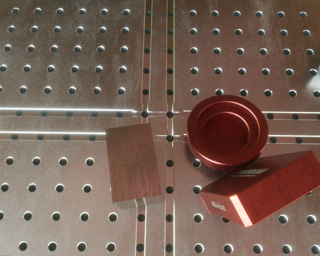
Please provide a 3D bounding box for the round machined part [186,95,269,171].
[{"bbox_3d":[0.083,0.009,0.394,0.099,0.042,0.098,-2,61,3],"label":"round machined part"}]

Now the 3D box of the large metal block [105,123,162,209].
[{"bbox_3d":[-0.029,0.048,0.365,0.050,0.080,0.080,-8,70,-3],"label":"large metal block"}]

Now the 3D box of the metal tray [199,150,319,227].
[{"bbox_3d":[0.101,0.062,0.332,0.090,0.130,0.030,-27,84,-9],"label":"metal tray"}]
